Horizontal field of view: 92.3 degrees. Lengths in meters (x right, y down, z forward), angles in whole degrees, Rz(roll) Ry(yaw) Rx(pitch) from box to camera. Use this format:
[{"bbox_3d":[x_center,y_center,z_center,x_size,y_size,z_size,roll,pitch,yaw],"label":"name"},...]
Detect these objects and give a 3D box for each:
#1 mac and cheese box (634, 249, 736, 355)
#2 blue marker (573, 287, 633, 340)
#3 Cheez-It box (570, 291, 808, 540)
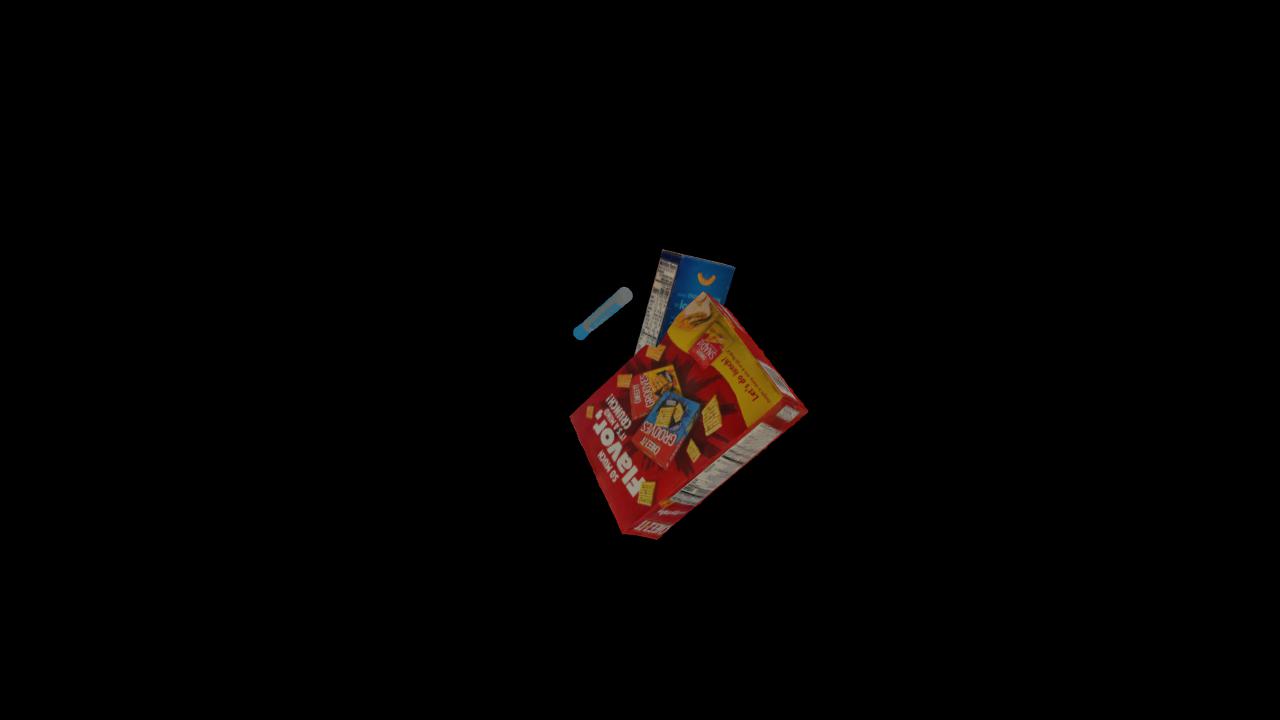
[{"bbox_3d":[0.044,-0.028,0.710,0.093,0.184,0.041,4,16,-42],"label":"mac and cheese box"},{"bbox_3d":[-0.049,-0.054,0.755,0.020,0.020,0.121,0,-22,-36],"label":"blue marker"},{"bbox_3d":[0.042,0.061,0.663,0.223,0.166,0.071,-44,-40,16],"label":"Cheez-It box"}]
